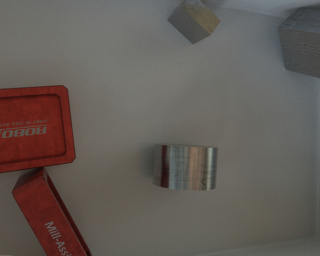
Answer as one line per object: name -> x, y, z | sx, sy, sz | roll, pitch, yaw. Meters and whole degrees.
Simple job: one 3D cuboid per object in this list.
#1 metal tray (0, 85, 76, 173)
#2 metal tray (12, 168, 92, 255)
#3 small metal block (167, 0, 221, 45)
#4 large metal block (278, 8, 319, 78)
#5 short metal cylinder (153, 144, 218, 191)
metal tray -> -0.167, 0.002, 0.346 | 0.131, 0.030, 0.089 | -7, 93, -20
metal tray -> -0.110, 0.109, 0.335 | 0.030, 0.090, 0.129 | -28, 100, -18
small metal block -> 0.044, -0.144, 0.415 | 0.050, 0.050, 0.025 | 39, 78, -16
large metal block -> 0.228, -0.123, 0.452 | 0.050, 0.080, 0.080 | -42, 131, -13
short metal cylinder -> 0.032, 0.047, 0.394 | 0.081, 0.080, 0.050 | 4, 89, -20
